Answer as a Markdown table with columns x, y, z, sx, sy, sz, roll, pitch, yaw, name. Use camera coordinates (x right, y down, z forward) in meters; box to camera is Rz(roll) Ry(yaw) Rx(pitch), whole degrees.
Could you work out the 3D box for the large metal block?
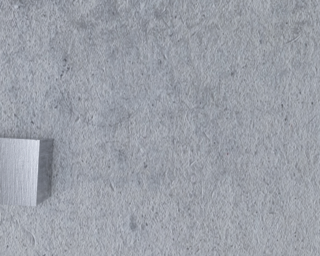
| x | y | z | sx | sy | sz | roll | pitch | yaw | name |
| --- | --- | --- | --- | --- | --- | --- | --- | --- | --- |
| -0.187 | 0.052 | 0.396 | 0.081 | 0.050 | 0.080 | 3 | 90 | 0 | large metal block |
